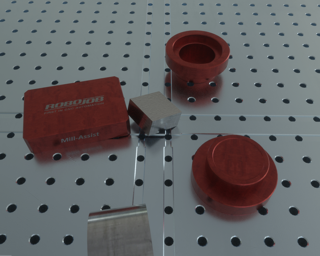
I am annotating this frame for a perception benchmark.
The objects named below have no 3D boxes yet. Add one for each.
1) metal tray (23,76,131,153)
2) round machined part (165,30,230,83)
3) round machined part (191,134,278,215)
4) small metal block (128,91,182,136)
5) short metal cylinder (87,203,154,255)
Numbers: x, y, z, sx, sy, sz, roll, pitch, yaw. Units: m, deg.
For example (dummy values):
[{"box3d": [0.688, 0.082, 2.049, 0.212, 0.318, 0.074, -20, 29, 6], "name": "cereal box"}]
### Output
[{"box3d": [-0.113, -0.021, 0.421, 0.131, 0.030, 0.090, -11, 51, -10], "name": "metal tray"}, {"box3d": [0.057, -0.109, 0.489, 0.099, 0.042, 0.098, 0, 50, 0], "name": "round machined part"}, {"box3d": [0.087, 0.046, 0.359, 0.099, 0.042, 0.098, 0, 50, 0], "name": "round machined part"}, {"box3d": [-0.008, -0.021, 0.417, 0.050, 0.025, 0.050, -19, 51, -36], "name": "small metal block"}, {"box3d": [-0.033, 0.112, 0.277, 0.050, 0.080, 0.080, -7, 51, -6], "name": "short metal cylinder"}]
